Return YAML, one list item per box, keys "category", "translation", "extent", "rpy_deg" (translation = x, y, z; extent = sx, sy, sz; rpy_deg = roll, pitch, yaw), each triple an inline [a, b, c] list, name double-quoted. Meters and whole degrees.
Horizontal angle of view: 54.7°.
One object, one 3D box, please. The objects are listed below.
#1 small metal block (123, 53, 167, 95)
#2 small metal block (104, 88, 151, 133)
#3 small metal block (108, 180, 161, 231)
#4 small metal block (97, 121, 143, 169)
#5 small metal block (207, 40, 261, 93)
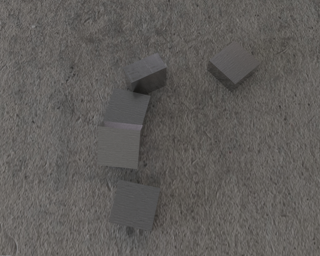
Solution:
- category: "small metal block"
  translation: [-0.020, -0.069, 0.420]
  extent: [0.050, 0.050, 0.025]
  rpy_deg: [-26, 72, -9]
- category: "small metal block"
  translation: [-0.043, -0.021, 0.415]
  extent: [0.050, 0.025, 0.050]
  rpy_deg: [13, 71, 5]
- category: "small metal block"
  translation: [-0.029, 0.094, 0.373]
  extent: [0.050, 0.025, 0.050]
  rpy_deg: [11, 70, 4]
- category: "small metal block"
  translation: [-0.050, 0.021, 0.387]
  extent: [0.050, 0.025, 0.050]
  rpy_deg: [6, 106, 2]
- category: "small metal block"
  translation: [0.104, -0.088, 0.441]
  extent: [0.050, 0.025, 0.050]
  rpy_deg: [-39, 75, -13]
